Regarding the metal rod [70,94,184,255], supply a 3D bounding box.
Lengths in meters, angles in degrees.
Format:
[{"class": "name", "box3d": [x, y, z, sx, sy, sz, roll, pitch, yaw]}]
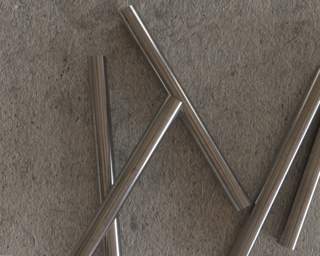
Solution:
[{"class": "metal rod", "box3d": [-0.058, 0.093, 0.383, 0.025, 0.025, 0.299, 31, 89, 0]}]

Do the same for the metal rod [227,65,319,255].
[{"class": "metal rod", "box3d": [0.157, 0.057, 0.410, 0.025, 0.025, 0.299, 25, 90, 0]}]

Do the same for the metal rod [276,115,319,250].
[{"class": "metal rod", "box3d": [0.216, 0.014, 0.411, 0.025, 0.025, 0.299, 19, 90, 0]}]

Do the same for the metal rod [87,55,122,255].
[{"class": "metal rod", "box3d": [-0.072, 0.056, 0.409, 0.025, 0.025, 0.298, -5, 90, 0]}]

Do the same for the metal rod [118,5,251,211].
[{"class": "metal rod", "box3d": [0.033, -0.026, 0.409, 0.025, 0.025, 0.299, -31, 90, 0]}]
